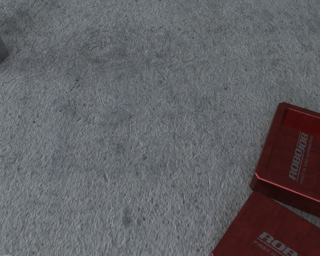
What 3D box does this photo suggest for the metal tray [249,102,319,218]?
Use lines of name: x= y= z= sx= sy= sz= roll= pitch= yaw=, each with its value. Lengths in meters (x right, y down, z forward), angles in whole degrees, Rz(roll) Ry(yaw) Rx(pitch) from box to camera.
metal tray: x=0.172 y=0.032 z=0.373 sx=0.090 sy=0.030 sz=0.130 roll=21 pitch=53 yaw=16

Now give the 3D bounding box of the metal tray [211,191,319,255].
metal tray: x=0.124 y=0.131 z=0.291 sx=0.130 sy=0.030 sz=0.090 roll=31 pitch=56 yaw=23

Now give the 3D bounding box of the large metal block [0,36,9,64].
large metal block: x=-0.299 y=-0.137 z=0.481 sx=0.080 sy=0.080 sz=0.050 roll=11 pitch=51 yaw=9
